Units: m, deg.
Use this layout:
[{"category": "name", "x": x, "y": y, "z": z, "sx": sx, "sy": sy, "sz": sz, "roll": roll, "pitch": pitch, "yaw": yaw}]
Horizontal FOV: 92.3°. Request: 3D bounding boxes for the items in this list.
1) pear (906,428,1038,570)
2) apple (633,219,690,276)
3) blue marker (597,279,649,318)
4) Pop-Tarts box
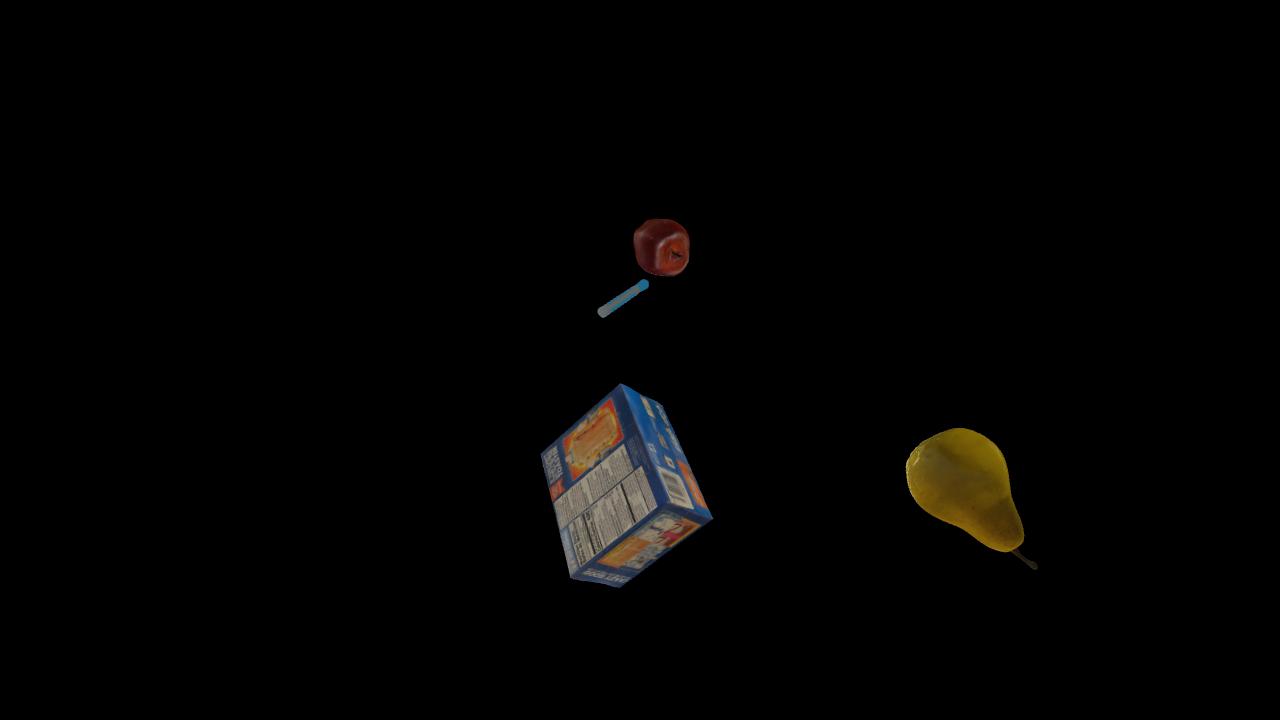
[{"category": "pear", "x": 0.256, "y": 0.110, "z": 0.469, "sx": 0.080, "sy": 0.111, "sz": 0.080, "roll": -16, "pitch": -32, "yaw": -10}, {"category": "apple", "x": 0.030, "y": -0.154, "z": 0.841, "sx": 0.079, "sy": 0.079, "sz": 0.093, "roll": 0, "pitch": 25, "yaw": -31}, {"category": "blue marker", "x": -0.026, "y": -0.110, "z": 1.074, "sx": 0.121, "sy": 0.020, "sz": 0.020, "roll": -38, "pitch": 23, "yaw": -34}, {"category": "Pop-Tarts box", "x": -0.021, "y": 0.138, "z": 0.683, "sx": 0.141, "sy": 0.167, "sz": 0.083, "roll": -42, "pitch": -47, "yaw": 17}]
